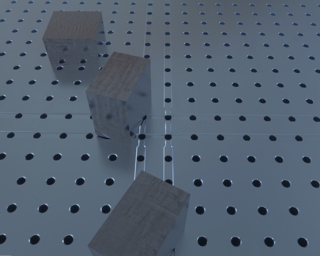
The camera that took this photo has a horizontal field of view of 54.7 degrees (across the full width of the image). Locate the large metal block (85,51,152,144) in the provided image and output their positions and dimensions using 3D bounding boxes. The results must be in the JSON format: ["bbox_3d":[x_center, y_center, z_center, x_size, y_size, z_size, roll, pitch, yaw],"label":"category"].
[{"bbox_3d":[-0.049,-0.039,0.404,0.050,0.080,0.080,15,52,11],"label":"large metal block"}]

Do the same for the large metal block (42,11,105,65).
[{"bbox_3d":[-0.139,-0.151,0.516,0.081,0.050,0.080,0,50,-1],"label":"large metal block"}]

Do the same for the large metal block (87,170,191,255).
[{"bbox_3d":[-0.015,0.100,0.287,0.050,0.080,0.080,24,54,18],"label":"large metal block"}]
